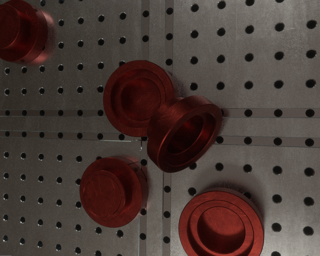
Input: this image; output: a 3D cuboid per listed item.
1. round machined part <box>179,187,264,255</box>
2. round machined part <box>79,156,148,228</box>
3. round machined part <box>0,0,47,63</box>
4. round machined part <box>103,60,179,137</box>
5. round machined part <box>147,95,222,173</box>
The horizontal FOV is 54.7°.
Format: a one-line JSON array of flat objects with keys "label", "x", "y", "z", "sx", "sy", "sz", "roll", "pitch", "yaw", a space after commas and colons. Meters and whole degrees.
[{"label": "round machined part", "x": 0.076, "y": 0.121, "z": 0.377, "sx": 0.098, "sy": 0.042, "sz": 0.097, "roll": 0, "pitch": 90, "yaw": 19}, {"label": "round machined part", "x": -0.070, "y": 0.089, "z": 0.427, "sx": 0.098, "sy": 0.042, "sz": 0.097, "roll": 0, "pitch": 90, "yaw": 19}, {"label": "round machined part", "x": -0.230, "y": -0.152, "z": 0.483, "sx": 0.098, "sy": 0.042, "sz": 0.097, "roll": 0, "pitch": 90, "yaw": 19}, {"label": "round machined part", "x": -0.022, "y": -0.037, "z": 0.410, "sx": 0.098, "sy": 0.042, "sz": 0.097, "roll": 0, "pitch": 90, "yaw": 19}, {"label": "round machined part", "x": 0.024, "y": 0.003, "z": 0.368, "sx": 0.042, "sy": 0.098, "sz": 0.098, "roll": 43, "pitch": 104, "yaw": 35}]
